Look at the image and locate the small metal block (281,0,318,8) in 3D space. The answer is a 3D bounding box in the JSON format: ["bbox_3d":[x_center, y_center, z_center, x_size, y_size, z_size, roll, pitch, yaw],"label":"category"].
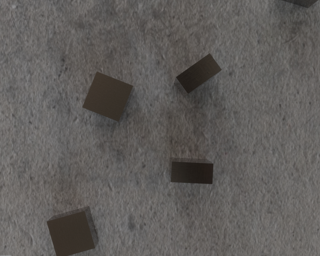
[{"bbox_3d":[0.183,-0.183,0.400,0.050,0.050,0.025,16,90,-1],"label":"small metal block"}]

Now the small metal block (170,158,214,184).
[{"bbox_3d":[0.039,0.054,0.398,0.050,0.050,0.025,3,90,-1],"label":"small metal block"}]

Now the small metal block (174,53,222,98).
[{"bbox_3d":[0.047,-0.066,0.398,0.050,0.050,0.025,-35,90,0],"label":"small metal block"}]

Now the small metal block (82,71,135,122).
[{"bbox_3d":[-0.067,-0.040,0.409,0.050,0.025,0.050,22,90,-1],"label":"small metal block"}]

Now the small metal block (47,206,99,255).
[{"bbox_3d":[-0.114,0.137,0.409,0.050,0.025,0.050,-16,90,-1],"label":"small metal block"}]
